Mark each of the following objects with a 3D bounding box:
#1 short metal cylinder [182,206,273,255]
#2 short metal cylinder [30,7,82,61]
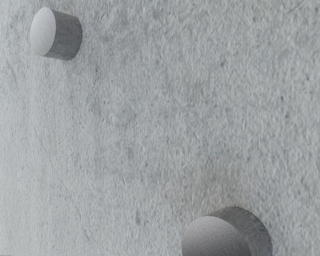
[{"bbox_3d":[0.071,0.129,0.329,0.080,0.050,0.079,0,90,39],"label":"short metal cylinder"},{"bbox_3d":[-0.179,-0.160,0.533,0.080,0.050,0.079,0,90,39],"label":"short metal cylinder"}]
